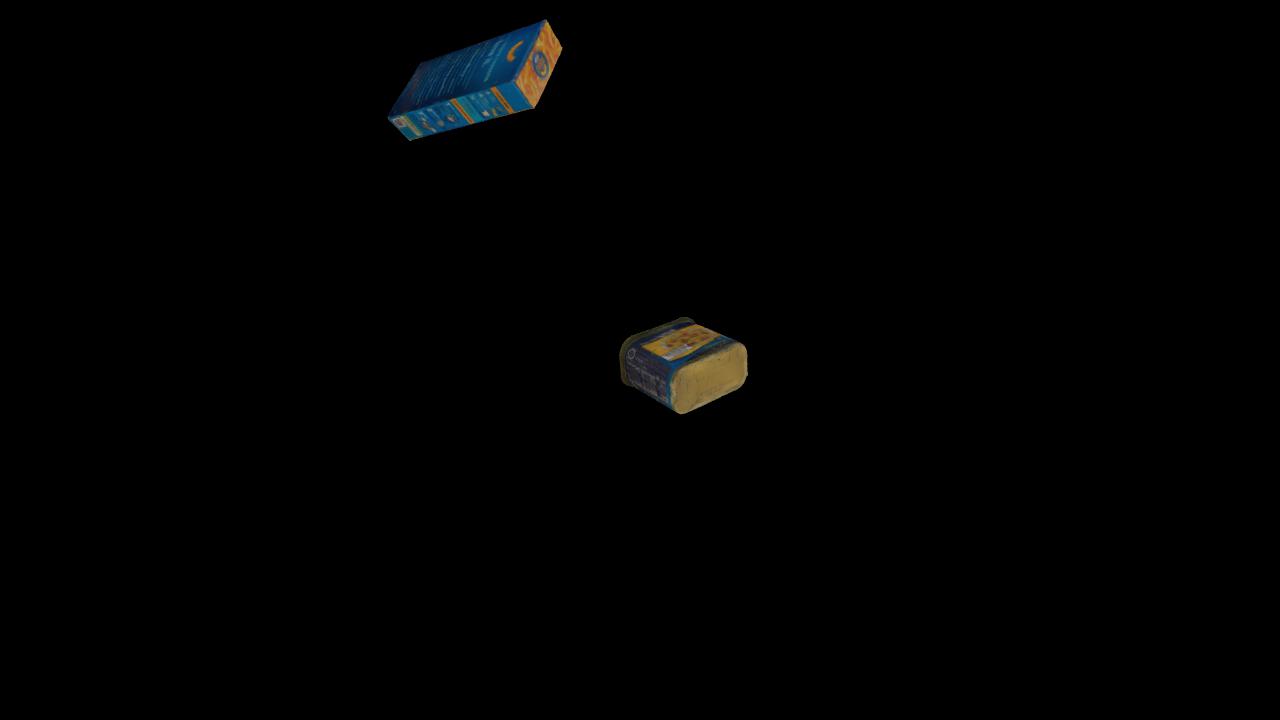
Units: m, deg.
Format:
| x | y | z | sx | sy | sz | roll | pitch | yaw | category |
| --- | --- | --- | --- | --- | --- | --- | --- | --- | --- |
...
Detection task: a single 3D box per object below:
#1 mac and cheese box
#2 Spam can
| x | y | z | sx | sy | sz | roll | pitch | yaw | category |
| --- | --- | --- | --- | --- | --- | --- | --- | --- | --- |
| -0.177 | -0.292 | 0.650 | 0.184 | 0.093 | 0.041 | 2 | -30 | 31 | mac and cheese box |
| 0.045 | 0.004 | 0.615 | 0.101 | 0.058 | 0.085 | -22 | 31 | -30 | Spam can |
